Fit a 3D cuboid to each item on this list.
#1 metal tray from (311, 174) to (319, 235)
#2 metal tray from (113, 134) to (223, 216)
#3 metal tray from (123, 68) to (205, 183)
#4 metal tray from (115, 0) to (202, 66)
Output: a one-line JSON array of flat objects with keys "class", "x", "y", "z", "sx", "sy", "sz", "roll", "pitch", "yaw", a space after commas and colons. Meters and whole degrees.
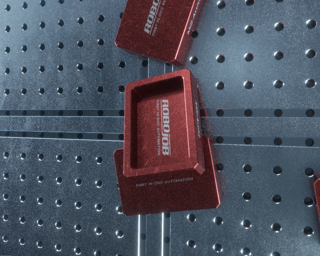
[{"class": "metal tray", "x": 0.238, "y": 0.090, "z": 0.326, "sx": 0.130, "sy": 0.030, "sz": 0.089, "roll": -9, "pitch": 87, "yaw": 19}, {"class": "metal tray", "x": 0.009, "y": 0.062, "z": 0.406, "sx": 0.130, "sy": 0.030, "sz": 0.089, "roll": -10, "pitch": 87, "yaw": 19}, {"class": "metal tray", "x": 0.003, "y": -0.003, "z": 0.382, "sx": 0.090, "sy": 0.030, "sz": 0.130, "roll": -11, "pitch": 64, "yaw": 19}, {"class": "metal tray", "x": 0.003, "y": -0.157, "z": 0.408, "sx": 0.090, "sy": 0.030, "sz": 0.129, "roll": 20, "pitch": 97, "yaw": 18}]
